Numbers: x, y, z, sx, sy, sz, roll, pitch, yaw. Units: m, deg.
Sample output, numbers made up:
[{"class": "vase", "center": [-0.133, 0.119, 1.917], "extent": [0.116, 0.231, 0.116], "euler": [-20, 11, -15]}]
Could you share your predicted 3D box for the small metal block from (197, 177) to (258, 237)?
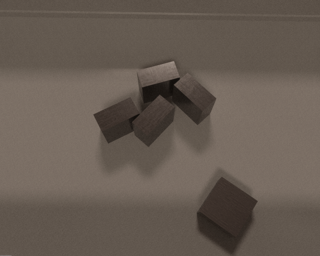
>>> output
[{"class": "small metal block", "center": [0.081, 0.096, 0.376], "extent": [0.050, 0.025, 0.050], "euler": [34, 73, 11]}]

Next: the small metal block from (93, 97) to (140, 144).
[{"class": "small metal block", "center": [-0.053, -0.009, 0.399], "extent": [0.050, 0.050, 0.025], "euler": [-26, 73, -10]}]

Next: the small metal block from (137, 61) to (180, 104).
[{"class": "small metal block", "center": [-0.002, -0.061, 0.419], "extent": [0.050, 0.050, 0.025], "euler": [-16, 71, -6]}]

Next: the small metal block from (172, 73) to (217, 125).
[{"class": "small metal block", "center": [0.044, -0.037, 0.411], "extent": [0.025, 0.050, 0.050], "euler": [-42, 76, -14]}]

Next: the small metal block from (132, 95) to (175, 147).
[{"class": "small metal block", "center": [-0.008, -0.008, 0.399], "extent": [0.025, 0.050, 0.050], "euler": [40, 75, 13]}]
